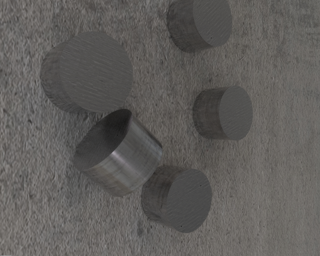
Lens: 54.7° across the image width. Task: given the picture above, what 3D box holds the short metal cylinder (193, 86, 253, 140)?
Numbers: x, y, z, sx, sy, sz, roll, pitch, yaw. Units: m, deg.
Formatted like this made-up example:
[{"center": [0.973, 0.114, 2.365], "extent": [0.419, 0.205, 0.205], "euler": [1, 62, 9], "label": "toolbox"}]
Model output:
[{"center": [0.096, -0.022, 0.468], "extent": [0.081, 0.050, 0.080], "euler": [0, 90, -40], "label": "short metal cylinder"}]

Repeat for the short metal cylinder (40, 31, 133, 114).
[{"center": [-0.076, -0.055, 0.325], "extent": [0.081, 0.050, 0.080], "euler": [0, 90, -40], "label": "short metal cylinder"}]

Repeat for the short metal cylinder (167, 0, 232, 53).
[{"center": [0.056, -0.150, 0.435], "extent": [0.081, 0.050, 0.080], "euler": [0, 90, -40], "label": "short metal cylinder"}]

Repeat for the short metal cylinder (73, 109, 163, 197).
[{"center": [-0.045, 0.026, 0.331], "extent": [0.050, 0.080, 0.080], "euler": [47, 62, -30], "label": "short metal cylinder"}]

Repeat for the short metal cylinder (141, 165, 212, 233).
[{"center": [0.022, 0.091, 0.407], "extent": [0.081, 0.050, 0.080], "euler": [0, 90, -40], "label": "short metal cylinder"}]
